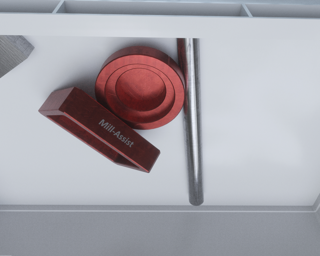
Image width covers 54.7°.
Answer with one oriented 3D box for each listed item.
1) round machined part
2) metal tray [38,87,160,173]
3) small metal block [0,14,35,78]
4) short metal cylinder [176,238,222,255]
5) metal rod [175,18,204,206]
[{"bbox_3d":[-0.021,-0.048,0.354,0.099,0.042,0.097,2,128,2],"label":"round machined part"},{"bbox_3d":[-0.073,0.005,0.375,0.130,0.030,0.090,40,160,-29],"label":"metal tray"},{"bbox_3d":[-0.175,-0.087,0.332,0.050,0.025,0.050,-27,125,21],"label":"small metal block"},{"bbox_3d":[0.075,0.261,0.599,0.050,0.080,0.080,34,122,-26],"label":"short metal cylinder"},{"bbox_3d":[0.044,0.005,0.414,0.025,0.025,0.298,-5,130,4],"label":"metal rod"}]
